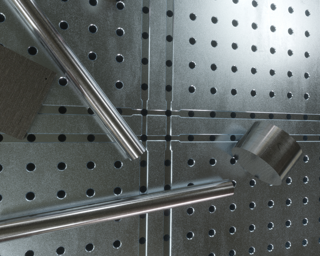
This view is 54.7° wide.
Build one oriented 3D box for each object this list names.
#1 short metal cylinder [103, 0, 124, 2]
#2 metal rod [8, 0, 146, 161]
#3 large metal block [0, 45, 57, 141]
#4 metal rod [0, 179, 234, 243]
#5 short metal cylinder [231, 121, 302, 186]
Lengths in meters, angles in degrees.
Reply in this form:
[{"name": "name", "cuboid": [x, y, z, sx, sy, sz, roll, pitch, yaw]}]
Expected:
[{"name": "short metal cylinder", "cuboid": [-0.057, -0.203, 0.378, 0.081, 0.050, 0.079, 0, 90, -20]}, {"name": "metal rod", "cuboid": [-0.114, -0.085, 0.370, 0.025, 0.025, 0.299, -39, 103, -16]}, {"name": "large metal block", "cuboid": [-0.169, -0.040, 0.337, 0.080, 0.050, 0.080, 27, 81, -18]}, {"name": "metal rod", "cuboid": [-0.041, 0.101, 0.397, 0.303, 0.025, 0.025, -6, 92, -20]}, {"name": "short metal cylinder", "cuboid": [0.150, 0.036, 0.439, 0.080, 0.080, 0.050, 45, 76, -15]}]
